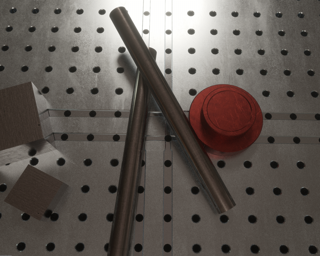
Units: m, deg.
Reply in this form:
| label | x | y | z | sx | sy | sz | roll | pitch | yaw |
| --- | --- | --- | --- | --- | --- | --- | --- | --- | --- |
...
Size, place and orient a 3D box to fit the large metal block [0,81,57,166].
| label | x | y | z | sx | sy | sz | roll | pitch | yaw |
| --- | --- | --- | --- | --- | --- | --- | --- | --- | --- |
| large metal block | -0.188 | -0.004 | 0.397 | 0.081 | 0.050 | 0.080 | -17 | 71 | -7 |

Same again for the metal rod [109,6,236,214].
| label | x | y | z | sx | sy | sz | roll | pitch | yaw |
| --- | --- | --- | --- | --- | --- | --- | --- | --- | --- |
| metal rod | 0.011 | -0.031 | 0.403 | 0.025 | 0.025 | 0.299 | -27 | 80 | -10 |

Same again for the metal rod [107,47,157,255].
| label | x | y | z | sx | sy | sz | roll | pitch | yaw |
| --- | --- | --- | --- | --- | --- | --- | --- | --- | --- |
| metal rod | -0.034 | 0.028 | 0.400 | 0.025 | 0.025 | 0.299 | 6 | 70 | 2 |

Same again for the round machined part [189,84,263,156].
| label | x | y | z | sx | sy | sz | roll | pitch | yaw |
| --- | --- | --- | --- | --- | --- | --- | --- | --- | --- |
| round machined part | 0.087 | -0.015 | 0.409 | 0.099 | 0.042 | 0.098 | 0 | 70 | -1 |

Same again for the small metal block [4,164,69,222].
| label | x | y | z | sx | sy | sz | roll | pitch | yaw |
| --- | --- | --- | --- | --- | --- | --- | --- | --- | --- |
| small metal block | -0.150 | 0.080 | 0.381 | 0.050 | 0.025 | 0.050 | 25 | 72 | 8 |
